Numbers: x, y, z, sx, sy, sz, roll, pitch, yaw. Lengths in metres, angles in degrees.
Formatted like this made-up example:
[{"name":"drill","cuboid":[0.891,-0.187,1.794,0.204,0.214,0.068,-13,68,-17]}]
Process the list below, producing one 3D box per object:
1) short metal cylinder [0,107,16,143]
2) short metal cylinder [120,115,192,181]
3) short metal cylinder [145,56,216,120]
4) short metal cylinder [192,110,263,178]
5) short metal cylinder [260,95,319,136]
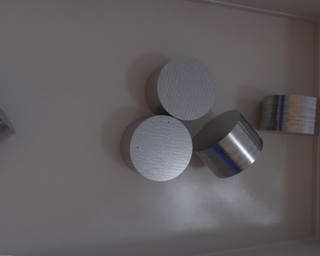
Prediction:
[{"name":"short metal cylinder","cuboid":[-0.192,-0.014,0.310,0.050,0.080,0.080,-36,102,-17]},{"name":"short metal cylinder","cuboid":[-0.006,0.024,0.396,0.081,0.050,0.079,0,90,-21]},{"name":"short metal cylinder","cuboid":[0.026,-0.049,0.408,0.081,0.050,0.079,0,90,-21]},{"name":"short metal cylinder","cuboid":[0.089,0.021,0.416,0.080,0.080,0.050,-46,105,-14]},{"name":"short metal cylinder","cuboid":[0.190,-0.017,0.454,0.081,0.080,0.050,7,88,-20]}]
